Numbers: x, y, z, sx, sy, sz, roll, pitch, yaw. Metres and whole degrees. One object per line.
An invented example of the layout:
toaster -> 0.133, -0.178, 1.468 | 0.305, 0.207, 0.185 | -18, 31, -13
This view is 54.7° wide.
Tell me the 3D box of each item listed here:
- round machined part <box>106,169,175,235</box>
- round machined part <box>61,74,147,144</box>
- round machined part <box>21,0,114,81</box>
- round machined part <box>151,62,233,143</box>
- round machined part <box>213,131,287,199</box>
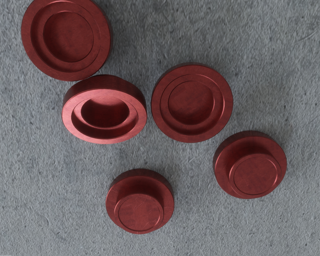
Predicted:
round machined part -> -0.028, 0.111, 0.441 | 0.099, 0.042, 0.097 | 0, 110, 0
round machined part -> -0.066, -0.026, 0.376 | 0.099, 0.042, 0.097 | -5, 140, -4
round machined part -> -0.103, -0.106, 0.360 | 0.099, 0.042, 0.097 | 0, 110, 0
round machined part -> 0.038, -0.034, 0.388 | 0.099, 0.042, 0.097 | 0, 110, 0
round machined part -> 0.124, 0.056, 0.422 | 0.099, 0.042, 0.097 | 0, 110, 0
